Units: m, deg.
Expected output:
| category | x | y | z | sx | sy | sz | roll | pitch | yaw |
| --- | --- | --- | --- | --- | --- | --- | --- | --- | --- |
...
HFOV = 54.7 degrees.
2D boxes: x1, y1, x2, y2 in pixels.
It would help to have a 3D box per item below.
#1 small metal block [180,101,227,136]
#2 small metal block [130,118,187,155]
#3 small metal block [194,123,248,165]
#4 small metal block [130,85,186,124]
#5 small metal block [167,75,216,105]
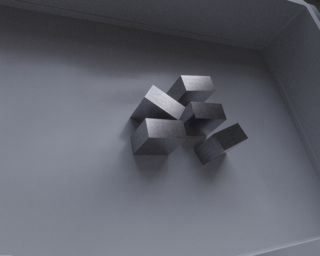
| category | x | y | z | sx | sy | sz | roll | pitch | yaw |
| --- | --- | --- | --- | --- | --- | --- | --- | --- | --- |
| small metal block | 0.054 | -0.011 | 0.428 | 0.050 | 0.050 | 0.025 | 2 | 61 | -28 |
| small metal block | -0.003 | 0.012 | 0.382 | 0.050 | 0.050 | 0.025 | 3 | 61 | -27 |
| small metal block | 0.083 | 0.022 | 0.423 | 0.050 | 0.050 | 0.025 | -21 | 73 | -36 |
| small metal block | -0.004 | -0.020 | 0.401 | 0.050 | 0.050 | 0.025 | 34 | 51 | -6 |
| small metal block | 0.043 | -0.050 | 0.445 | 0.050 | 0.050 | 0.025 | -4 | 64 | -30 |
